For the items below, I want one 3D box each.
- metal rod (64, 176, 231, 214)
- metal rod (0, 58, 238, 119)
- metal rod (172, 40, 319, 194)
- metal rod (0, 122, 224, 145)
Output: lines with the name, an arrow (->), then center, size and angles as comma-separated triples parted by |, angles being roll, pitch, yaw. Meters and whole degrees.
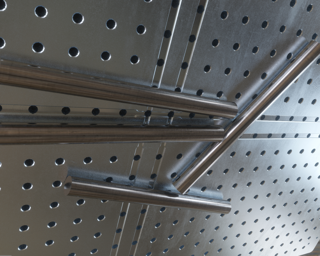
metal rod -> 0.002, 0.108, 0.478 | 0.302, 0.025, 0.025 | 17, 110, -35
metal rod -> -0.024, -0.040, 0.372 | 0.302, 0.025, 0.025 | 6, 115, -31
metal rod -> 0.131, -0.014, 0.473 | 0.300, 0.025, 0.025 | -46, 129, 4
metal rod -> -0.045, 0.007, 0.390 | 0.302, 0.025, 0.025 | 0, 118, -29
